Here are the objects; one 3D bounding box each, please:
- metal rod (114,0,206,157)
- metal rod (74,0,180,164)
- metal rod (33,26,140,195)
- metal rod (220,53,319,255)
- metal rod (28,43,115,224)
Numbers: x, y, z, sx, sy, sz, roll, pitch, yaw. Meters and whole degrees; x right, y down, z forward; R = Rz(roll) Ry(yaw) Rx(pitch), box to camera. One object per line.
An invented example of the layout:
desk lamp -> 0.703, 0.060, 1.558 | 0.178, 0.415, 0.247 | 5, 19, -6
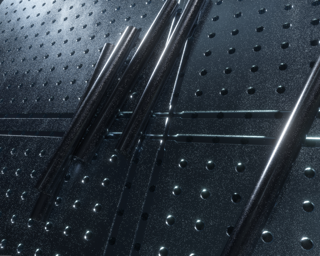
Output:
metal rod -> 0.009, -0.096, 0.460 | 0.025, 0.025, 0.300 | 12, 67, 33
metal rod -> -0.044, -0.083, 0.480 | 0.025, 0.025, 0.300 | 16, 69, 34
metal rod -> -0.100, -0.042, 0.468 | 0.025, 0.025, 0.300 | 7, 60, 31
metal rod -> 0.133, 0.021, 0.324 | 0.025, 0.025, 0.300 | 21, 73, 35
metal rod -> -0.124, -0.007, 0.475 | 0.025, 0.025, 0.300 | 3, 63, 29
